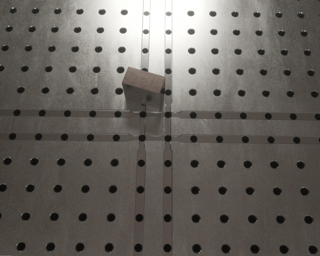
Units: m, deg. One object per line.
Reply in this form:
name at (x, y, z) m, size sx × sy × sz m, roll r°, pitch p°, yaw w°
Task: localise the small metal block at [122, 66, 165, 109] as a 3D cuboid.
small metal block at (-0.021, -0.053, 0.418) m, size 0.050 × 0.050 × 0.025 m, roll 16°, pitch 71°, yaw 5°
